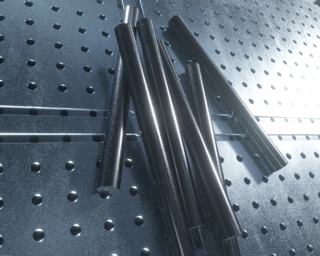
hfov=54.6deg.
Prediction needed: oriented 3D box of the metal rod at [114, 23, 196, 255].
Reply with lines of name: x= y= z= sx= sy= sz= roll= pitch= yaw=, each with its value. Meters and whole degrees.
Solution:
metal rod: x=-0.012 y=0.004 z=0.378 sx=0.025 sy=0.025 sz=0.299 roll=-5 pitch=71 yaw=-31

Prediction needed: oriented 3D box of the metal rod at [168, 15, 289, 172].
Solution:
metal rod: x=0.104 y=-0.062 z=0.501 sx=0.025 sy=0.025 sz=0.299 roll=-24 pitch=75 yaw=-36

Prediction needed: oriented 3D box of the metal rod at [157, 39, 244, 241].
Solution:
metal rod: x=0.038 y=-0.004 z=0.414 sx=0.025 sy=0.025 sz=0.299 roll=-2 pitch=58 yaw=-29

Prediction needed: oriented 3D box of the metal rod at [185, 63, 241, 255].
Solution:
metal rod: x=0.067 y=0.035 z=0.422 sx=0.025 sy=0.025 sz=0.299 roll=7 pitch=58 yaw=-24

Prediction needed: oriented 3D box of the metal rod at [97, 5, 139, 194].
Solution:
metal rod: x=-0.051 y=-0.059 z=0.416 sx=0.025 sy=0.025 sz=0.300 roll=15 pitch=55 yaw=-20

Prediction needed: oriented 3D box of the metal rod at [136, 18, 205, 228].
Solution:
metal rod: x=0.008 y=-0.021 z=0.412 sx=0.025 sy=0.025 sz=0.299 roll=-1 pitch=66 yaw=-29
